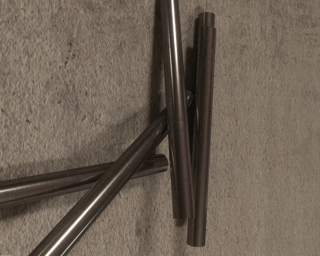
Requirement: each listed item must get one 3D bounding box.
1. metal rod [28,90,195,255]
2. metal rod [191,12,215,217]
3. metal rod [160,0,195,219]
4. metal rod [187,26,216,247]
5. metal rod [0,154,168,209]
[{"bbox_3d":[-0.038,0.043,0.342,0.301,0.025,0.025,-49,120,-40],"label":"metal rod"},{"bbox_3d":[0.061,-0.020,0.458,0.025,0.025,0.298,6,86,-40],"label":"metal rod"},{"bbox_3d":[0.019,-0.043,0.384,0.025,0.025,0.299,7,74,-40],"label":"metal rod"},{"bbox_3d":[0.058,0.010,0.430,0.025,0.025,0.298,6,86,-40],"label":"metal rod"},{"bbox_3d":[-0.112,0.058,0.311,0.302,0.025,0.025,-6,94,-40],"label":"metal rod"}]
